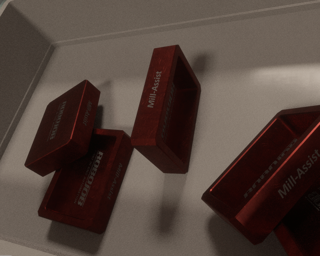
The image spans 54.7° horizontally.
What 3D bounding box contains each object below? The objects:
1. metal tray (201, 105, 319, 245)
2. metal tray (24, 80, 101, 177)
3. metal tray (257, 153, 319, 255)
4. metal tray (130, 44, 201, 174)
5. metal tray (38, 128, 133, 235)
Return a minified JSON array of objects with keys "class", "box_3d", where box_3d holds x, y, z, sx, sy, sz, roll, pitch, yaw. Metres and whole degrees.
[{"class":"metal tray","box_3d":[0.103,0.036,0.287,0.030,0.090,0.130,45,84,-5]},{"class":"metal tray","box_3d":[-0.137,-0.003,0.447,0.090,0.030,0.130,-26,40,24]},{"class":"metal tray","box_3d":[0.131,0.062,0.235,0.090,0.130,0.030,-41,96,9]},{"class":"metal tray","box_3d":[0.013,-0.021,0.368,0.030,0.090,0.130,-2,61,27]},{"class":"metal tray","box_3d":[-0.096,0.064,0.411,0.090,0.030,0.130,4,63,29]}]
